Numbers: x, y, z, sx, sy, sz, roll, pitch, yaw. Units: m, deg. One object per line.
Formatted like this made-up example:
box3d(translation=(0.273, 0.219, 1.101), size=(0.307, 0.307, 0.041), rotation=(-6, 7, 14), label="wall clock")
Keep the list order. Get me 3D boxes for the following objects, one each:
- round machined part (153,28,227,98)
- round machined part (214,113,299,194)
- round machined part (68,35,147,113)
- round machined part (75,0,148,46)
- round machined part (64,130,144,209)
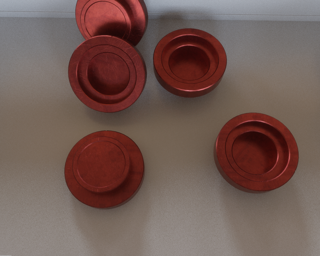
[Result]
box3d(translation=(0.040, -0.086, 0.432), size=(0.099, 0.042, 0.098), rotation=(0, 70, 0), label="round machined part")
box3d(translation=(0.116, 0.033, 0.389), size=(0.099, 0.042, 0.098), rotation=(0, 70, 0), label="round machined part")
box3d(translation=(-0.066, -0.073, 0.410), size=(0.099, 0.042, 0.097), rotation=(1, 108, 4), label="round machined part")
box3d(translation=(-0.068, -0.147, 0.422), size=(0.099, 0.097, 0.042), rotation=(10, 34, 3), label="round machined part")
box3d(translation=(-0.069, 0.048, 0.382), size=(0.099, 0.042, 0.098), rotation=(0, 70, 0), label="round machined part")
